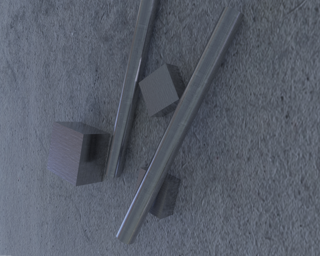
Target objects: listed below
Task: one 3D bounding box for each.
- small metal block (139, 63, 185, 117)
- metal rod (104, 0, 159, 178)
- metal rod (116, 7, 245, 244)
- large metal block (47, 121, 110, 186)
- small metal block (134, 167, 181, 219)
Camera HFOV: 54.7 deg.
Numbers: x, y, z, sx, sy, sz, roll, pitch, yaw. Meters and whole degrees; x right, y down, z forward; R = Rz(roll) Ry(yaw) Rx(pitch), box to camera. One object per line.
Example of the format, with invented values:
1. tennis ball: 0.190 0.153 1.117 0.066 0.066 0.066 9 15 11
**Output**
1. small metal block: 0.005 -0.047 0.399 0.050 0.025 0.050 -30 72 35
2. metal rod: -0.036 -0.074 0.432 0.025 0.025 0.298 22 103 37
3. metal rod: 0.018 0.006 0.365 0.025 0.025 0.298 33 103 35
4. large metal block: -0.131 0.038 0.494 0.080 0.050 0.079 18 101 38
5. small metal block: -0.005 0.083 0.407 0.050 0.025 0.050 21 103 37
